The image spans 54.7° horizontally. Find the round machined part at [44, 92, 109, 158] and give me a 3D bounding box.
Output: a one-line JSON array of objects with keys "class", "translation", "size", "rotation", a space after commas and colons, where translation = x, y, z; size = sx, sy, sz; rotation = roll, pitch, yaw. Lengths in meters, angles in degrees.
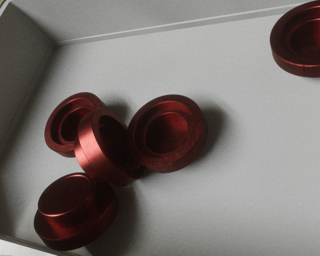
[{"class": "round machined part", "translation": [-0.116, -0.001, 0.454], "size": [0.098, 0.042, 0.098], "rotation": [-13, 56, 20]}]

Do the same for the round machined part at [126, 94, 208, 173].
[{"class": "round machined part", "translation": [0.012, 0.010, 0.380], "size": [0.098, 0.042, 0.098], "rotation": [-12, 56, 19]}]

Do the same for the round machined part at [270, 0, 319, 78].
[{"class": "round machined part", "translation": [0.182, -0.098, 0.359], "size": [0.098, 0.042, 0.098], "rotation": [-13, 56, 20]}]

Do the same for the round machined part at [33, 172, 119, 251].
[{"class": "round machined part", "translation": [-0.103, 0.091, 0.367], "size": [0.098, 0.042, 0.098], "rotation": [-12, 32, 8]}]

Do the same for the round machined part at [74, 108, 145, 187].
[{"class": "round machined part", "translation": [-0.065, 0.028, 0.375], "size": [0.042, 0.098, 0.098], "rotation": [-32, 51, 17]}]
